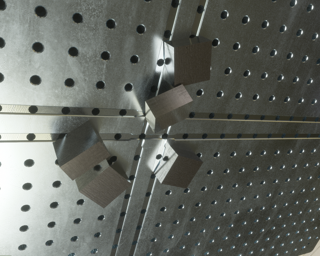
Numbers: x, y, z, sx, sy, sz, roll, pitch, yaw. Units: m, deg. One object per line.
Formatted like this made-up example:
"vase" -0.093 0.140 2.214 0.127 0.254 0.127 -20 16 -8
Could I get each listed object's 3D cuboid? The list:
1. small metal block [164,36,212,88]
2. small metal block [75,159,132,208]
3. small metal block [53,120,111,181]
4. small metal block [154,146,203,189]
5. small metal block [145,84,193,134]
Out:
"small metal block" 0.034 -0.081 0.379 0.050 0.025 0.050 -16 125 -20
"small metal block" -0.075 0.072 0.414 0.050 0.025 0.050 -41 129 0
"small metal block" -0.092 0.025 0.360 0.050 0.050 0.025 -34 129 -6
"small metal block" 0.028 0.059 0.462 0.050 0.025 0.050 18 109 -35
"small metal block" 0.010 -0.023 0.387 0.050 0.025 0.050 -26 161 -12
